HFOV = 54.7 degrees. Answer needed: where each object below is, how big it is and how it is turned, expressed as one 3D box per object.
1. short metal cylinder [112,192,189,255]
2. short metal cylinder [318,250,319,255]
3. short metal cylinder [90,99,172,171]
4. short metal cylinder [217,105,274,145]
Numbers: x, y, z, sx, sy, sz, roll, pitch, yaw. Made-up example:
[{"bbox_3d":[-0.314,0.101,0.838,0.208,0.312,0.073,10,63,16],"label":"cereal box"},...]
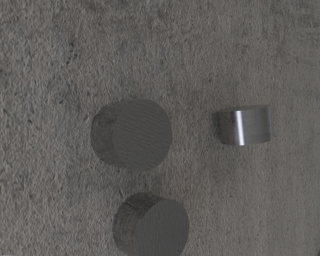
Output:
[{"bbox_3d":[-0.010,0.123,0.380,0.081,0.050,0.080,0,90,-40],"label":"short metal cylinder"},{"bbox_3d":[0.417,0.317,0.719,0.080,0.080,0.050,-48,119,-29],"label":"short metal cylinder"},{"bbox_3d":[-0.033,0.008,0.361,0.081,0.050,0.080,0,90,-40],"label":"short metal cylinder"},{"bbox_3d":[0.132,-0.006,0.479,0.081,0.080,0.050,-13,99,-39],"label":"short metal cylinder"}]
